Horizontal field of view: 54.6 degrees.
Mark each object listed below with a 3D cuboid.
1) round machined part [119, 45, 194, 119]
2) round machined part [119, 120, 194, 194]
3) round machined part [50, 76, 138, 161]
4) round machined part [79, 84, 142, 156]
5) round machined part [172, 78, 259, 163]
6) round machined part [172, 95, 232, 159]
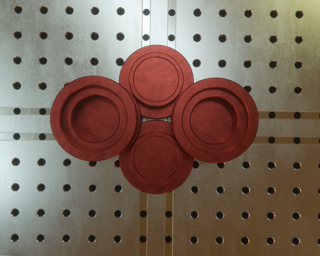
[{"bbox_3d":[-0.005,-0.060,0.404,0.099,0.042,0.097,0,90,0],"label":"round machined part"},{"bbox_3d":[-0.005,0.038,0.404,0.099,0.042,0.097,0,90,0],"label":"round machined part"},{"bbox_3d":[-0.075,-0.011,0.372,0.099,0.042,0.097,0,90,0],"label":"round machined part"},{"bbox_3d":[-0.073,-0.011,0.404,0.099,0.042,0.097,0,90,0],"label":"round machined part"},{"bbox_3d":[0.063,-0.009,0.373,0.099,0.042,0.097,0,90,0],"label":"round machined part"},{"bbox_3d":[0.063,-0.010,0.405,0.099,0.042,0.097,0,90,0],"label":"round machined part"}]
